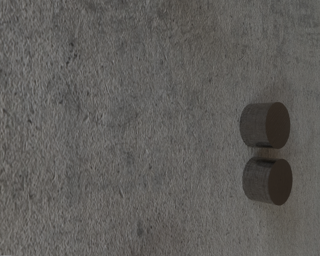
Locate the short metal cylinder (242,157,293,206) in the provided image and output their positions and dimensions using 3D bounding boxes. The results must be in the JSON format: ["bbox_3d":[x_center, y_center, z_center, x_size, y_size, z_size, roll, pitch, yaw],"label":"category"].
[{"bbox_3d":[0.191,0.092,0.548,0.081,0.050,0.080,0,90,-40],"label":"short metal cylinder"}]

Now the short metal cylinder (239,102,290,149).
[{"bbox_3d":[0.185,-0.004,0.543,0.081,0.050,0.080,0,90,-40],"label":"short metal cylinder"}]
